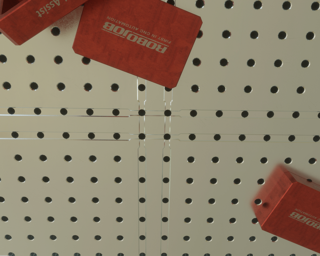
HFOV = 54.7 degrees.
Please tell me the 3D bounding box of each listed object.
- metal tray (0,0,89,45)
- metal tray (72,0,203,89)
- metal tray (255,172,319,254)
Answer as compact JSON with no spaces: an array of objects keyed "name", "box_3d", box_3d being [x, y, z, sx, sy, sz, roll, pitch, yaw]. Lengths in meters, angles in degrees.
[{"name":"metal tray","box_3d":[-0.108,-0.150,0.320,0.130,0.090,0.030,-29,138,9]},{"name":"metal tray","box_3d":[-0.027,-0.112,0.369,0.131,0.030,0.089,20,109,-8]},{"name":"metal tray","box_3d":[0.223,0.131,0.462,0.131,0.030,0.089,24,108,-9]}]
